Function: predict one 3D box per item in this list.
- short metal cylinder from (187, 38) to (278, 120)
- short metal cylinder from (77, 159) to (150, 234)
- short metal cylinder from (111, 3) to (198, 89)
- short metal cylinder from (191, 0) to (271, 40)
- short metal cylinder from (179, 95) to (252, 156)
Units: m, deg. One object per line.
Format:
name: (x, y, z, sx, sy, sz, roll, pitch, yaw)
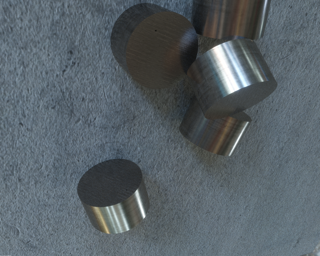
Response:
short metal cylinder: (0.075, -0.050, 0.331, 0.080, 0.050, 0.080, -19, 163, -6)
short metal cylinder: (-0.057, 0.084, 0.392, 0.081, 0.080, 0.050, -22, 127, -15)
short metal cylinder: (-0.007, -0.088, 0.332, 0.081, 0.050, 0.079, -14, 124, -21)
short metal cylinder: (0.075, -0.129, 0.332, 0.081, 0.080, 0.050, -11, 123, -23)
short metal cylinder: (0.072, -0.006, 0.406, 0.081, 0.080, 0.050, 11, 113, -33)
